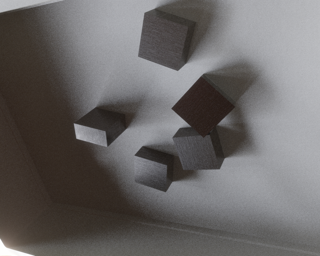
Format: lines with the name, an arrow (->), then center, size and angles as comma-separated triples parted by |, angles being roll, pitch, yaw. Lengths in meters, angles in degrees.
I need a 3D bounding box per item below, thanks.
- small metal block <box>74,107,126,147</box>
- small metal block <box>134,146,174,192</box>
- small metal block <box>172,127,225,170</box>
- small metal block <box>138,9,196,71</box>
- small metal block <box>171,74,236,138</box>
small metal block -> -0.082, -0.002, 0.433 | 0.050, 0.050, 0.025 | 13, 124, 20
small metal block -> -0.009, 0.060, 0.449 | 0.050, 0.025, 0.050 | 14, 124, 19
small metal block -> 0.050, 0.026, 0.397 | 0.050, 0.025, 0.050 | -6, 116, 30
small metal block -> 0.007, -0.098, 0.343 | 0.050, 0.025, 0.050 | 23, 127, 14
small metal block -> 0.050, -0.026, 0.356 | 0.050, 0.025, 0.050 | 42, 111, 0
